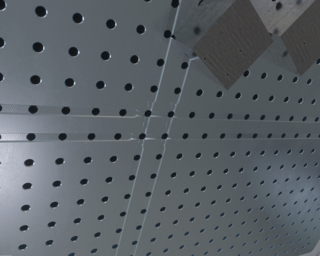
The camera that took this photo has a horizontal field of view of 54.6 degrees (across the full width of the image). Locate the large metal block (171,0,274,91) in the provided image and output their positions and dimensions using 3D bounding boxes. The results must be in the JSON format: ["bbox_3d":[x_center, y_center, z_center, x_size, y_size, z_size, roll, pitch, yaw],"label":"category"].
[{"bbox_3d":[0.075,-0.106,0.369,0.080,0.050,0.080,-48,129,5],"label":"large metal block"}]

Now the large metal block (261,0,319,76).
[{"bbox_3d":[0.186,-0.131,0.415,0.080,0.050,0.080,-46,129,4],"label":"large metal block"}]
